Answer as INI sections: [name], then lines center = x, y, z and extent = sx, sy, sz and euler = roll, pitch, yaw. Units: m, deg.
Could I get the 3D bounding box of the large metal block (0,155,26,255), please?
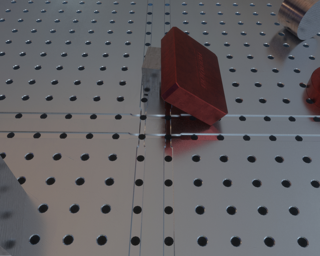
[large metal block]
center = -0.172, 0.083, 0.300
extent = 0.050, 0.080, 0.080
euler = -9, 51, -8

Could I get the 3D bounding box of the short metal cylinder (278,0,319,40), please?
[short metal cylinder]
center = 0.258, -0.204, 0.547
extent = 0.081, 0.080, 0.050
euler = -21, 54, -17

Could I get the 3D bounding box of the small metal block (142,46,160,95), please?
[small metal block]
center = -0.009, -0.085, 0.463
extent = 0.025, 0.050, 0.050
euler = 7, 50, 6

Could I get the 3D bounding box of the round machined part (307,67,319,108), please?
[round machined part]
center = 0.273, -0.063, 0.454
extent = 0.099, 0.042, 0.098
euler = 0, 50, 0

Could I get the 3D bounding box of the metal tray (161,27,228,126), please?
[metal tray]
center = 0.046, -0.075, 0.437
extent = 0.090, 0.030, 0.130
euler = 26, 43, -28
